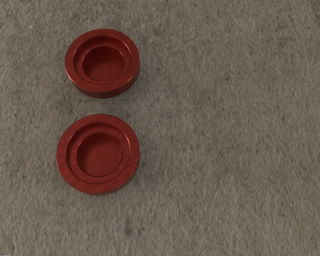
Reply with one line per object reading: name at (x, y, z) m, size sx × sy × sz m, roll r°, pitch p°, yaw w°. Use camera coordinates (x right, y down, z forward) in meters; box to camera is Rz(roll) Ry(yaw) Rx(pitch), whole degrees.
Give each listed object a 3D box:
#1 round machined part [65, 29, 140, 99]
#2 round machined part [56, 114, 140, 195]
round machined part at (-0.077, -0.085, 0.429) m, size 0.099 × 0.042 × 0.098 m, roll 0°, pitch 70°, yaw -1°
round machined part at (-0.074, 0.035, 0.385) m, size 0.099 × 0.042 × 0.098 m, roll 0°, pitch 70°, yaw -1°
